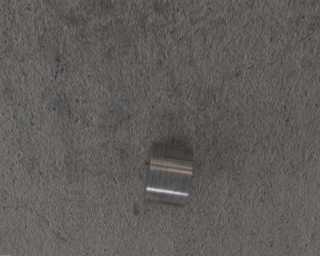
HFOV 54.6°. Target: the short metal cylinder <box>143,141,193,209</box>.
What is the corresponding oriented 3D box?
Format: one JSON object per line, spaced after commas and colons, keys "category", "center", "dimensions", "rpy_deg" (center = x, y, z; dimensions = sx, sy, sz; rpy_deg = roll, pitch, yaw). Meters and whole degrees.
{"category": "short metal cylinder", "center": [0.009, 0.060, 0.403], "dimensions": [0.050, 0.080, 0.079], "rpy_deg": [9, 110, -3]}
